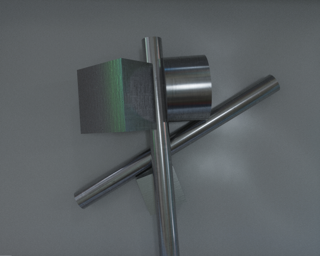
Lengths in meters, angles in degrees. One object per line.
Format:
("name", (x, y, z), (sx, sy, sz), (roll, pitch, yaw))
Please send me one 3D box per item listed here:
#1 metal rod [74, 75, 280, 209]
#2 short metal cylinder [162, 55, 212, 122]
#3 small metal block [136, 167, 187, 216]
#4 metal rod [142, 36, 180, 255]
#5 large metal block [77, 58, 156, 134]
("metal rod", (0.023, 0.018, 0.410), (0.301, 0.025, 0.025), (-31, 90, -1))
("short metal cylinder", (0.031, -0.048, 0.382), (0.050, 0.080, 0.079), (-4, 90, -2))
("small metal block", (0.002, 0.081, 0.410), (0.050, 0.025, 0.050), (-21, 90, -1))
("metal rod", (0.002, 0.038, 0.384), (0.025, 0.025, 0.298), (-5, 89, -1))
("large metal block", (-0.054, -0.035, 0.377), (0.080, 0.050, 0.079), (-3, 90, 40))
